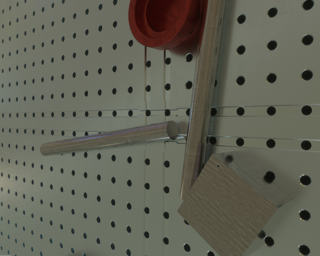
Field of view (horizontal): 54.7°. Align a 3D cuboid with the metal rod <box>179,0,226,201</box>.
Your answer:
[{"bbox_3d":[0.053,-0.062,0.364,0.025,0.025,0.298,11,97,39],"label":"metal rod"}]

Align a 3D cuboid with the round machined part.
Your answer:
[{"bbox_3d":[0.010,-0.147,0.389,0.098,0.042,0.097,0,90,39],"label":"round machined part"}]

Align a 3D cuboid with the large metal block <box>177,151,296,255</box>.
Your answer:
[{"bbox_3d":[0.078,0.082,0.328,0.080,0.050,0.079,41,115,32],"label":"large metal block"}]

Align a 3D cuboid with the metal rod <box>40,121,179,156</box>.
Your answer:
[{"bbox_3d":[-0.099,0.022,0.488,0.300,0.025,0.025,-9,84,39],"label":"metal rod"}]
